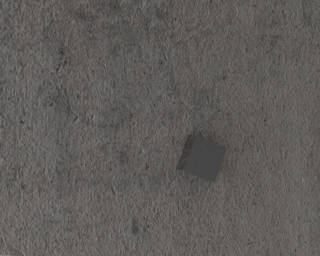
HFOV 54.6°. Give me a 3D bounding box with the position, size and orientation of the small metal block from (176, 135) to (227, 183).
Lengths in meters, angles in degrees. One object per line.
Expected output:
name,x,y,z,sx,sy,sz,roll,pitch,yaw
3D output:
small metal block,0.058,0.042,0.430,0.050,0.025,0.050,23,82,-19
